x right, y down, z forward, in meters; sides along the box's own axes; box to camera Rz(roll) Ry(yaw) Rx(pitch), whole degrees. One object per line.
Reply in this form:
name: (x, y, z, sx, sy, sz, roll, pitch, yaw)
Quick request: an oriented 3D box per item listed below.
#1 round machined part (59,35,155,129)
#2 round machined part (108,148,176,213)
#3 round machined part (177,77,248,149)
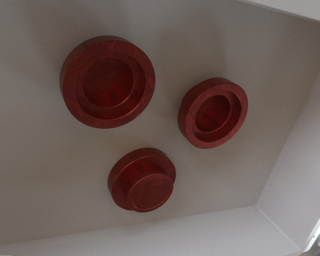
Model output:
round machined part: (-0.058, -0.052, 0.335, 0.099, 0.042, 0.097, -14, 125, -21)
round machined part: (-0.020, 0.080, 0.438, 0.099, 0.042, 0.097, -14, 125, -21)
round machined part: (0.067, -0.023, 0.422, 0.099, 0.042, 0.097, -14, 125, -21)
